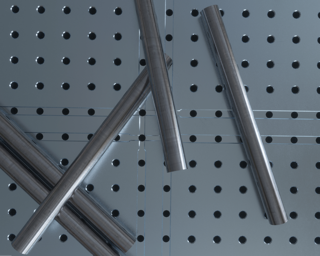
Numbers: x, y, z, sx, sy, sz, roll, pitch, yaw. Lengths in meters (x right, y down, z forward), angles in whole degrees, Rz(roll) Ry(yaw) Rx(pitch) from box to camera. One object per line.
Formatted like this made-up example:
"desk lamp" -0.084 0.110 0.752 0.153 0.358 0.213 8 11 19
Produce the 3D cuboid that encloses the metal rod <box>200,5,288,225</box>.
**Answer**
"metal rod" 0.112 -0.017 0.414 0.025 0.025 0.298 -18 90 0

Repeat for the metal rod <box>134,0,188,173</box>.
"metal rod" -0.007 -0.094 0.387 0.025 0.025 0.298 -11 80 0

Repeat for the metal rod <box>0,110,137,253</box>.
"metal rod" -0.149 0.054 0.411 0.300 0.025 0.025 44 90 -1

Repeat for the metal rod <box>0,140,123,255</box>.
"metal rod" -0.145 0.098 0.411 0.300 0.025 0.025 43 90 -1

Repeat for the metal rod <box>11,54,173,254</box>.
"metal rod" -0.081 0.025 0.394 0.025 0.025 0.300 36 82 -1
